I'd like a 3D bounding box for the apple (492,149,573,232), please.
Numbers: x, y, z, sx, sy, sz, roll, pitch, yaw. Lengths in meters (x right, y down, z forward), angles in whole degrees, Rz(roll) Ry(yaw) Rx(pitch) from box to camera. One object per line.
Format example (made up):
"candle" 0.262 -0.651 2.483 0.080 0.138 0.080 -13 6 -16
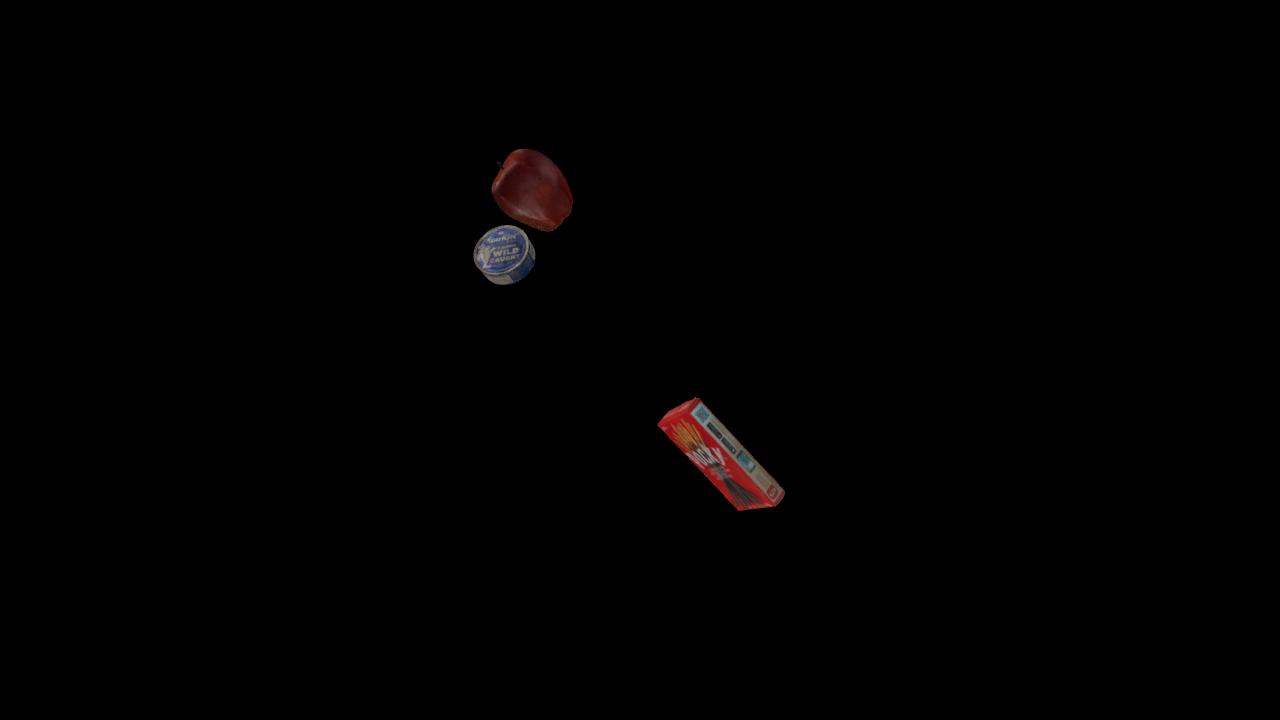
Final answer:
"apple" -0.119 -0.189 0.682 0.093 0.079 0.079 35 -16 -24

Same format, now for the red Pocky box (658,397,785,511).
"red Pocky box" 0.095 0.117 0.737 0.028 0.155 0.083 -45 4 -28

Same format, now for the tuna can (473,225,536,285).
"tuna can" -0.194 -0.151 0.888 0.084 0.084 0.034 0 -23 13
